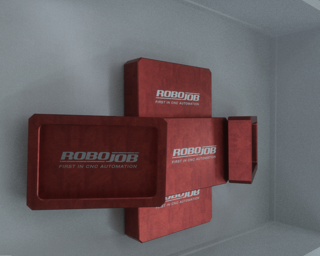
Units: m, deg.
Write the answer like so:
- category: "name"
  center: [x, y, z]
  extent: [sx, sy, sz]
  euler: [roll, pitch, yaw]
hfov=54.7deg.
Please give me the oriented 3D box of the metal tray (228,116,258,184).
- category: "metal tray"
  center: [0.128, 0.027, 0.467]
  extent: [0.130, 0.030, 0.089]
  euler: [-6, 95, -69]

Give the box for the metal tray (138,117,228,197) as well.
- category: "metal tray"
  center: [0.034, 0.032, 0.391]
  extent: [0.131, 0.030, 0.089]
  euler: [-2, 91, -40]

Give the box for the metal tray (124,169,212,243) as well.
- category: "metal tray"
  center: [0.015, 0.090, 0.413]
  extent: [0.131, 0.030, 0.089]
  euler: [-1, 91, -40]

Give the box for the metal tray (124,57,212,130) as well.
- category: "metal tray"
  center: [0.015, -0.039, 0.412]
  extent: [0.131, 0.030, 0.089]
  euler: [-1, 91, -40]

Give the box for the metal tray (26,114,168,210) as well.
- category: "metal tray"
  center: [-0.060, 0.033, 0.311]
  extent: [0.131, 0.030, 0.089]
  euler: [1, 90, -11]
